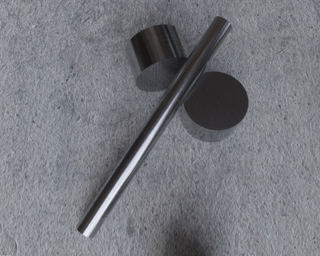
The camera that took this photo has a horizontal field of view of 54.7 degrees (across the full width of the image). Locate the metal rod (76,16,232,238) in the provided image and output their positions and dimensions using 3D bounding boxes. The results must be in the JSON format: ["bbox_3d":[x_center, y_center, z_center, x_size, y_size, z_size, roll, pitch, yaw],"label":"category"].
[{"bbox_3d":[-0.005,-0.003,0.371,0.025,0.025,0.299,33,87,11],"label":"metal rod"}]

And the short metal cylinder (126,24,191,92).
[{"bbox_3d":[0.000,-0.090,0.412,0.081,0.080,0.050,-17,71,-6],"label":"short metal cylinder"}]

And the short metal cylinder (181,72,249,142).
[{"bbox_3d":[0.069,-0.026,0.405,0.081,0.050,0.080,0,70,0],"label":"short metal cylinder"}]
